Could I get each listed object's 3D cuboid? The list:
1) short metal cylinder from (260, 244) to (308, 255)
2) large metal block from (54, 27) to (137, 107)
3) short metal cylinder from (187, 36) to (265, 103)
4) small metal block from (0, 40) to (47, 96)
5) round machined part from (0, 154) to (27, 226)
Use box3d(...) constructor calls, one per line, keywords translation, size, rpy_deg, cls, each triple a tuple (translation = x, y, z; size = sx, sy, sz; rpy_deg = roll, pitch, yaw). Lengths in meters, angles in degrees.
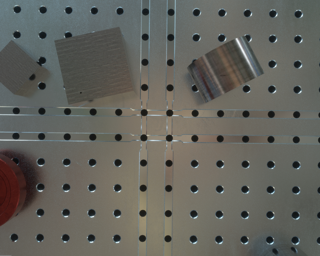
box3d(translation=(0.171, 0.200, 0.402), size=(0.081, 0.050, 0.079), rpy_deg=(0, 90, 0), cls="short metal cylinder")
box3d(translation=(-0.080, -0.076, 0.400), size=(0.080, 0.050, 0.080), rpy_deg=(-12, 90, 0), cls="large metal block")
box3d(translation=(0.081, -0.071, 0.386), size=(0.080, 0.080, 0.050), rpy_deg=(-27, 90, 0), cls="short metal cylinder")
box3d(translation=(-0.190, -0.079, 0.412), size=(0.050, 0.025, 0.050), rpy_deg=(42, 90, 0), cls="small metal block")
box3d(translation=(-0.223, 0.080, 0.403), size=(0.099, 0.042, 0.097), rpy_deg=(0, 90, 0), cls="round machined part")
